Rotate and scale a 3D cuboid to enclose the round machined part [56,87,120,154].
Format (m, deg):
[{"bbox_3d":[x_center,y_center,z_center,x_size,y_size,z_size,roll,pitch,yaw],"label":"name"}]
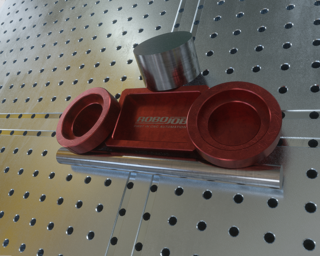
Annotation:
[{"bbox_3d":[-0.096,-0.006,0.441,0.098,0.042,0.098,-20,49,25],"label":"round machined part"}]

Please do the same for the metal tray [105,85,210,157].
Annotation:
[{"bbox_3d":[0.000,-0.009,0.405,0.130,0.030,0.090,1,63,28],"label":"metal tray"}]

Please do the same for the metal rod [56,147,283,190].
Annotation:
[{"bbox_3d":[-0.011,0.045,0.381,0.300,0.025,0.025,2,63,29],"label":"metal rod"}]

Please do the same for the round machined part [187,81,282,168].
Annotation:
[{"bbox_3d":[0.082,-0.001,0.343,0.098,0.042,0.098,-9,58,14],"label":"round machined part"}]

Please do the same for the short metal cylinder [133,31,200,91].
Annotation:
[{"bbox_3d":[0.010,-0.092,0.420,0.080,0.050,0.080,-13,31,8],"label":"short metal cylinder"}]
